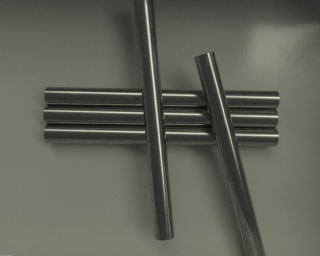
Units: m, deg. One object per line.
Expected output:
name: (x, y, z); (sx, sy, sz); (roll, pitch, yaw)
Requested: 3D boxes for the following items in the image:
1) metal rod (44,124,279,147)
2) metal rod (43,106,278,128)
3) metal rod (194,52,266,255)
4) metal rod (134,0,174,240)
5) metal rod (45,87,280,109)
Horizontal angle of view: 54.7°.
metal rod: (0.003, 0.010, 0.410); (0.302, 0.025, 0.025); (1, 90, -1)
metal rod: (0.002, -0.015, 0.410); (0.302, 0.025, 0.025); (1, 90, -1)
metal rod: (0.094, 0.054, 0.391); (0.025, 0.025, 0.298); (-16, 97, 0)
metal rod: (-0.007, -0.013, 0.385); (0.025, 0.025, 0.298); (-5, 90, -1)
metal rod: (0.003, -0.040, 0.410); (0.302, 0.025, 0.025); (1, 90, -1)
